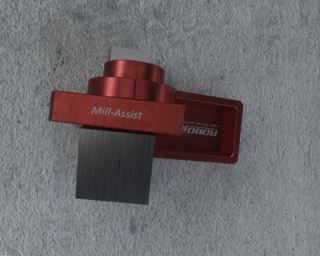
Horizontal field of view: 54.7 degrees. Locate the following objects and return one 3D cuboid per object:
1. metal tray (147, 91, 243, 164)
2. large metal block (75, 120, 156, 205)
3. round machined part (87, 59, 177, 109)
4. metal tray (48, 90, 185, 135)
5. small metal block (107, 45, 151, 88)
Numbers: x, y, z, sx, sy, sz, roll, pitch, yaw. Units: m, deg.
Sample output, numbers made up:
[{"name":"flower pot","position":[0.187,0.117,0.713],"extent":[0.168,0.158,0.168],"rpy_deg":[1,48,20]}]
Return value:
[{"name":"metal tray","position":[0.048,0.000,0.426],"extent":[0.131,0.030,0.089],"rpy_deg":[7,88,-20]},{"name":"large metal block","position":[-0.049,0.038,0.360],"extent":[0.081,0.050,0.079],"rpy_deg":[6,101,-3]},{"name":"round machined part","position":[-0.030,-0.048,0.349],"extent":[0.099,0.098,0.042],"rpy_deg":[6,88,-20]},{"name":"metal tray","position":[-0.043,-0.014,0.342],"extent":[0.131,0.090,0.030],"rpy_deg":[6,89,-2]},{"name":"small metal block","position":[-0.042,-0.073,0.396],"extent":[0.050,0.025,0.050],"rpy_deg":[7,88,-20]}]
